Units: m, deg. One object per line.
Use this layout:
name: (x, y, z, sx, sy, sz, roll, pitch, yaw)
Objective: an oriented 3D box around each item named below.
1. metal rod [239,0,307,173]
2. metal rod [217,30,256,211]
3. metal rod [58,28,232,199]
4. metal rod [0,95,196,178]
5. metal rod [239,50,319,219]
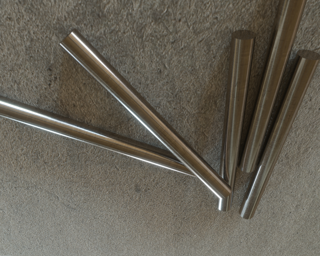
metal rod: (0.129, -0.057, 0.359, 0.025, 0.025, 0.298, 0, 130, -1)
metal rod: (0.097, 0.016, 0.420, 0.025, 0.025, 0.298, -3, 130, 2)
metal rod: (-0.002, -0.001, 0.390, 0.025, 0.025, 0.300, -33, 119, 24)
metal rod: (-0.079, 0.014, 0.417, 0.302, 0.025, 0.025, 19, 128, -16)
metal rod: (0.156, 0.033, 0.436, 0.025, 0.025, 0.298, 2, 130, -2)
